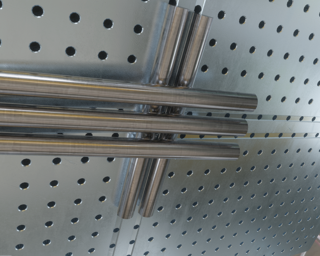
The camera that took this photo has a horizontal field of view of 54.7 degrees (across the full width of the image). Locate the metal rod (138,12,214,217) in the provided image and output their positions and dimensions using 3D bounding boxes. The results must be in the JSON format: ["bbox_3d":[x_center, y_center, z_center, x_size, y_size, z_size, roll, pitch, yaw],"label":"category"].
[{"bbox_3d":[0.014,0.000,0.421,0.025,0.025,0.298,1,118,-29],"label":"metal rod"}]

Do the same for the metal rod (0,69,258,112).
[{"bbox_3d":[-0.022,-0.039,0.350,0.303,0.025,0.025,2,118,-21],"label":"metal rod"}]

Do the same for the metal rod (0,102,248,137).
[{"bbox_3d":[-0.029,-0.007,0.365,0.303,0.025,0.025,3,117,-21],"label":"metal rod"}]

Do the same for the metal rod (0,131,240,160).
[{"bbox_3d":[-0.036,0.024,0.381,0.303,0.025,0.025,4,117,-21],"label":"metal rod"}]

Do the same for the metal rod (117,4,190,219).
[{"bbox_3d":[-0.016,-0.003,0.402,0.025,0.025,0.298,1,118,-29],"label":"metal rod"}]
